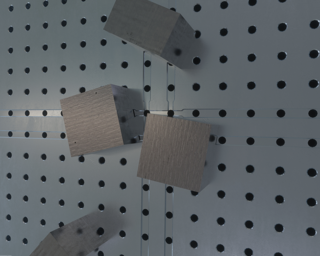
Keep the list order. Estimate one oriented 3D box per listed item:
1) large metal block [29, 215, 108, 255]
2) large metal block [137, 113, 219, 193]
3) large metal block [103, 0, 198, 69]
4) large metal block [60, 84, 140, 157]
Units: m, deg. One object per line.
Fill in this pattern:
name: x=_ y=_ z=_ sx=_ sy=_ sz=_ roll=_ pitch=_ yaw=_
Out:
large metal block: x=-0.134 y=0.177 z=0.431 sx=0.050 sy=0.080 sz=0.080 roll=45 pitch=104 yaw=14
large metal block: x=0.024 y=0.028 z=0.391 sx=0.080 sy=0.050 sz=0.080 roll=11 pitch=94 yaw=19
large metal block: x=-0.009 y=-0.120 z=0.387 sx=0.080 sy=0.080 sz=0.050 roll=29 pitch=100 yaw=17
large metal block: x=-0.082 y=-0.009 z=0.429 sx=0.080 sy=0.050 sz=0.080 roll=-14 pitch=85 yaw=19
